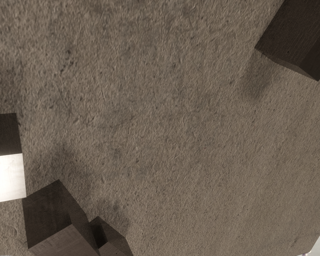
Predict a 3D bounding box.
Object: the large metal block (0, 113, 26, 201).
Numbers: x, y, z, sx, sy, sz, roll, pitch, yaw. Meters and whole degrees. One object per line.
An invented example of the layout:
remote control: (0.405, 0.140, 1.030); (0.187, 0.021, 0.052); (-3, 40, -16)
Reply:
large metal block: (-0.176, 0.028, 0.293); (0.081, 0.080, 0.050); (-6, 121, -26)

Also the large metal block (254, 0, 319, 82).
large metal block: (0.186, -0.118, 0.402); (0.050, 0.080, 0.080); (20, 108, -36)

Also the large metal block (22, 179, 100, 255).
large metal block: (-0.122, 0.125, 0.383); (0.050, 0.080, 0.080); (-29, 129, -10)

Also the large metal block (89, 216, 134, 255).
large metal block: (-0.095, 0.190, 0.458); (0.080, 0.050, 0.080); (-37, 130, -4)
